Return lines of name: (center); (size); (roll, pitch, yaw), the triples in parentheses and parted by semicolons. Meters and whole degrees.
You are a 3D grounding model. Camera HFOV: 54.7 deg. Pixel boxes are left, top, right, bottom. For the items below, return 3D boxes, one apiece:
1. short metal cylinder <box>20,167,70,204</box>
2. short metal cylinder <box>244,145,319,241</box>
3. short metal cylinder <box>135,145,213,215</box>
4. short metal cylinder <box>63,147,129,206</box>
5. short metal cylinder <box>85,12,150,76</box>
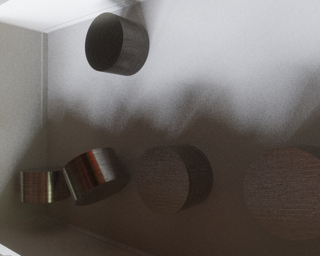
short metal cylinder: (-0.197, 0.096, 0.534); (0.080, 0.081, 0.050); (-2, 89, 40)
short metal cylinder: (0.126, 0.056, 0.286); (0.080, 0.050, 0.080); (0, 90, 40)
short metal cylinder: (0.017, 0.060, 0.377); (0.080, 0.050, 0.080); (0, 90, 40)
short metal cylinder: (-0.092, 0.071, 0.447); (0.080, 0.081, 0.050); (-43, 64, 32)
short metal cylinder: (-0.062, -0.117, 0.442); (0.080, 0.050, 0.080); (0, 90, 40)
